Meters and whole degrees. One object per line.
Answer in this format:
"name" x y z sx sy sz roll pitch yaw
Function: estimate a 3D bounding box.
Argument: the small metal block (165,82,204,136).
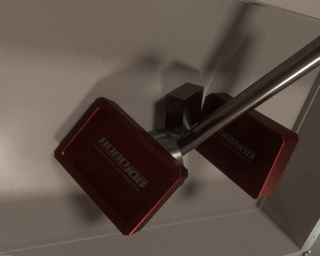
"small metal block" 0.031 -0.025 0.397 0.050 0.025 0.050 -36 138 -47

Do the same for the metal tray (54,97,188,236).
"metal tray" -0.046 0.039 0.343 0.090 0.130 0.030 -50 161 7

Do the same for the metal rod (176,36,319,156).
"metal rod" 0.111 -0.039 0.358 0.025 0.025 0.299 22 134 -37

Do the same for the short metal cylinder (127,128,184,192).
"short metal cylinder" -0.009 0.044 0.397 0.050 0.080 0.079 -16 125 -20

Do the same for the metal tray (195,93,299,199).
"metal tray" 0.104 0.019 0.410 0.030 0.130 0.089 -5 121 -36
